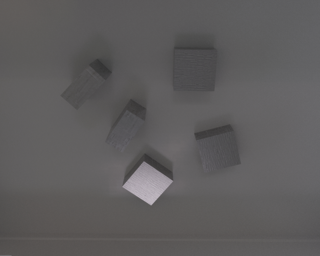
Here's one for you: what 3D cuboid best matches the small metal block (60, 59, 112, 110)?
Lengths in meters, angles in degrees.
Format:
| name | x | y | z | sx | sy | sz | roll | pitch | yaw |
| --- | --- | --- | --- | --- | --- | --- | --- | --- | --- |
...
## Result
| name | x | y | z | sx | sy | sz | roll | pitch | yaw |
| --- | --- | --- | --- | --- | --- | --- | --- | --- | --- |
| small metal block | -0.088 | -0.054 | 0.377 | 0.050 | 0.050 | 0.025 | -43 | 105 | 14 |

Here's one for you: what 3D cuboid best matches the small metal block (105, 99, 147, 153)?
| name | x | y | z | sx | sy | sz | roll | pitch | yaw |
| --- | --- | --- | --- | --- | --- | --- | --- | --- | --- |
| small metal block | -0.042 | -0.004 | 0.396 | 0.025 | 0.050 | 0.050 | 33 | 107 | -11 |

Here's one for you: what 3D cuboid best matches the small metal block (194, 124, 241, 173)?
| name | x | y | z | sx | sy | sz | roll | pitch | yaw |
| --- | --- | --- | --- | --- | --- | --- | --- | --- | --- |
| small metal block | 0.078 | 0.028 | 0.422 | 0.050 | 0.025 | 0.050 | -15 | 110 | 5 |

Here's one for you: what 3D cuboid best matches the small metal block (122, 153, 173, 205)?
| name | x | y | z | sx | sy | sz | roll | pitch | yaw |
| --- | --- | --- | --- | --- | --- | --- | --- | --- | --- |
| small metal block | -0.017 | 0.073 | 0.438 | 0.050 | 0.025 | 0.050 | 36 | 106 | -13 |

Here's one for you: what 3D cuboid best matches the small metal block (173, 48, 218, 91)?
| name | x | y | z | sx | sy | sz | roll | pitch | yaw |
| --- | --- | --- | --- | --- | --- | --- | --- | --- | --- |
| small metal block | 0.042 | -0.073 | 0.385 | 0.050 | 0.025 | 0.050 | 1 | 110 | -1 |
